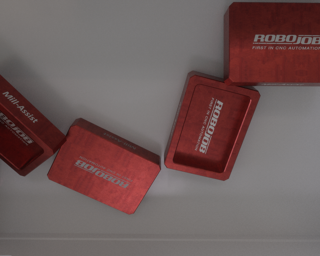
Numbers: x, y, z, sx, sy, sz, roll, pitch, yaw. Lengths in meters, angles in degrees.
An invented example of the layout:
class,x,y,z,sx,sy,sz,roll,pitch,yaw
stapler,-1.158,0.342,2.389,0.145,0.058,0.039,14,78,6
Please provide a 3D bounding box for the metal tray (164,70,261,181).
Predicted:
class,x,y,z,sx,sy,sz,roll,pitch,yaw
metal tray,0.065,-0.001,0.408,0.091,0.030,0.129,14,110,-5

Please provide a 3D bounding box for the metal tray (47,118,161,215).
class,x,y,z,sx,sy,sz,roll,pitch,yaw
metal tray,-0.075,0.054,0.428,0.131,0.030,0.090,27,108,-10

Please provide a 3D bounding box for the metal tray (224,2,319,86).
class,x,y,z,sx,sy,sz,roll,pitch,yaw
metal tray,0.142,-0.095,0.358,0.131,0.030,0.089,0,89,-1

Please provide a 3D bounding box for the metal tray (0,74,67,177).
class,x,y,z,sx,sy,sz,roll,pitch,yaw
metal tray,-0.192,-0.005,0.385,0.090,0.030,0.130,-32,109,37
